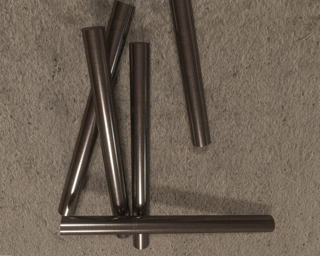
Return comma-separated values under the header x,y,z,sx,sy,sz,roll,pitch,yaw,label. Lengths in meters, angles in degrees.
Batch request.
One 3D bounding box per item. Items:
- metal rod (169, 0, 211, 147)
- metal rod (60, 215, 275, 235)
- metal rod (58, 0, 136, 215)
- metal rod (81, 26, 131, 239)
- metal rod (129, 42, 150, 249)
x,y,z,sx,sy,sz,roll,pitch,yaw,label
0.029,-0.117,0.366,0.025,0.025,0.298,-10,110,3,metal rod
0.018,0.137,0.439,0.302,0.025,0.025,3,110,-10,metal rod
-0.088,-0.011,0.404,0.025,0.025,0.298,18,109,-7,metal rod
-0.063,0.025,0.400,0.025,0.025,0.298,-3,117,1,metal rod
-0.027,0.037,0.423,0.025,0.025,0.298,1,110,-1,metal rod
